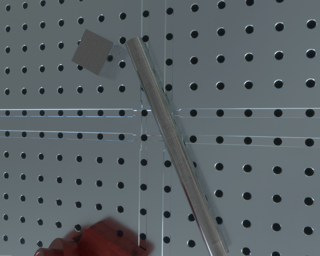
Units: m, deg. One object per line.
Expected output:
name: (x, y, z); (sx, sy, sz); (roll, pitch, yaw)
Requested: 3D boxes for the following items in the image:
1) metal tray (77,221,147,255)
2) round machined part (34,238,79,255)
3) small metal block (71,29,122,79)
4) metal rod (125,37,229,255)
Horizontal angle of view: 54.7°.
metal tray: (-0.085, 0.213, 0.439); (0.090, 0.030, 0.129); (27, 99, 17)
round machined part: (-0.152, 0.203, 0.428); (0.098, 0.042, 0.098); (-33, 47, 45)
small metal block: (-0.090, -0.106, 0.443); (0.050, 0.025, 0.050); (30, 100, 17)
metal rod: (0.019, 0.020, 0.405); (0.025, 0.025, 0.299); (-24, 82, 18)
